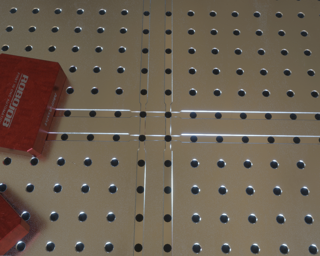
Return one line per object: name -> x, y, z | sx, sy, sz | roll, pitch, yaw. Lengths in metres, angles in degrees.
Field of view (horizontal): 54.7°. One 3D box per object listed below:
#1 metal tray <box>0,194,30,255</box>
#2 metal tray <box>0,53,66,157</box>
metal tray -> -0.226, 0.125, 0.338 | 0.090, 0.030, 0.131 | 36, 61, 22
metal tray -> -0.191, -0.033, 0.419 | 0.091, 0.030, 0.130 | 10, 70, 3
